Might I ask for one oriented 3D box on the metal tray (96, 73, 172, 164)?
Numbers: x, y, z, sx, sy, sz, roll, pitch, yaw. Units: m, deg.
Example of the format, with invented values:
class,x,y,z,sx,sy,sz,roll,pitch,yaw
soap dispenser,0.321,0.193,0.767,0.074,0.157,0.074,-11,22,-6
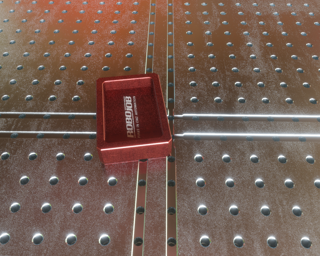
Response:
class,x,y,z,sx,sy,sz,roll,pitch,yaw
metal tray,-0.038,-0.018,0.419,0.091,0.030,0.130,-6,50,-5
